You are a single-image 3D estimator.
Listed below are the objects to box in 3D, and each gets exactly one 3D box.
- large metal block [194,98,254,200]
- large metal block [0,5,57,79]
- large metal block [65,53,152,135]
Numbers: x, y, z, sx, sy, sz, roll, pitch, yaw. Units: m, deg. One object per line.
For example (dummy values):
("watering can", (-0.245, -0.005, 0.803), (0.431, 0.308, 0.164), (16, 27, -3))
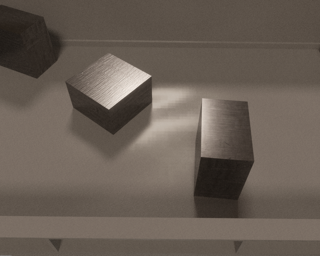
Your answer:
("large metal block", (0.068, 0.025, 0.350), (0.050, 0.080, 0.080), (5, 50, 3))
("large metal block", (-0.217, -0.133, 0.478), (0.080, 0.080, 0.050), (20, 53, 16))
("large metal block", (-0.068, -0.050, 0.430), (0.080, 0.050, 0.080), (32, 57, 23))
